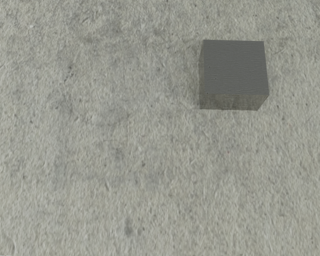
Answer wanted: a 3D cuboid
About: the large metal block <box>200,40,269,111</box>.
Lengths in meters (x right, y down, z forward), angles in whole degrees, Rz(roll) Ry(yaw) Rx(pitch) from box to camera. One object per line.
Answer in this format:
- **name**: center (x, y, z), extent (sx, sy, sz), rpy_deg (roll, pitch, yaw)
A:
- **large metal block**: center (0.097, -0.071, 0.422), extent (0.081, 0.050, 0.080), rpy_deg (1, 70, 0)
